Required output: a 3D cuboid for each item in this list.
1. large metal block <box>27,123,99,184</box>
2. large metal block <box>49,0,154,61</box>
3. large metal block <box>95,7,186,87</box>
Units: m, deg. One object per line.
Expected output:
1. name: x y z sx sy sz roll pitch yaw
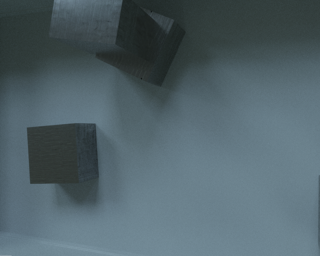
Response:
1. large metal block: -0.139 0.036 0.446 0.080 0.050 0.080 -4 89 20
2. large metal block: -0.063 -0.113 0.350 0.080 0.080 0.050 11 94 19
3. large metal block: -0.025 -0.109 0.406 0.080 0.050 0.080 28 99 18
